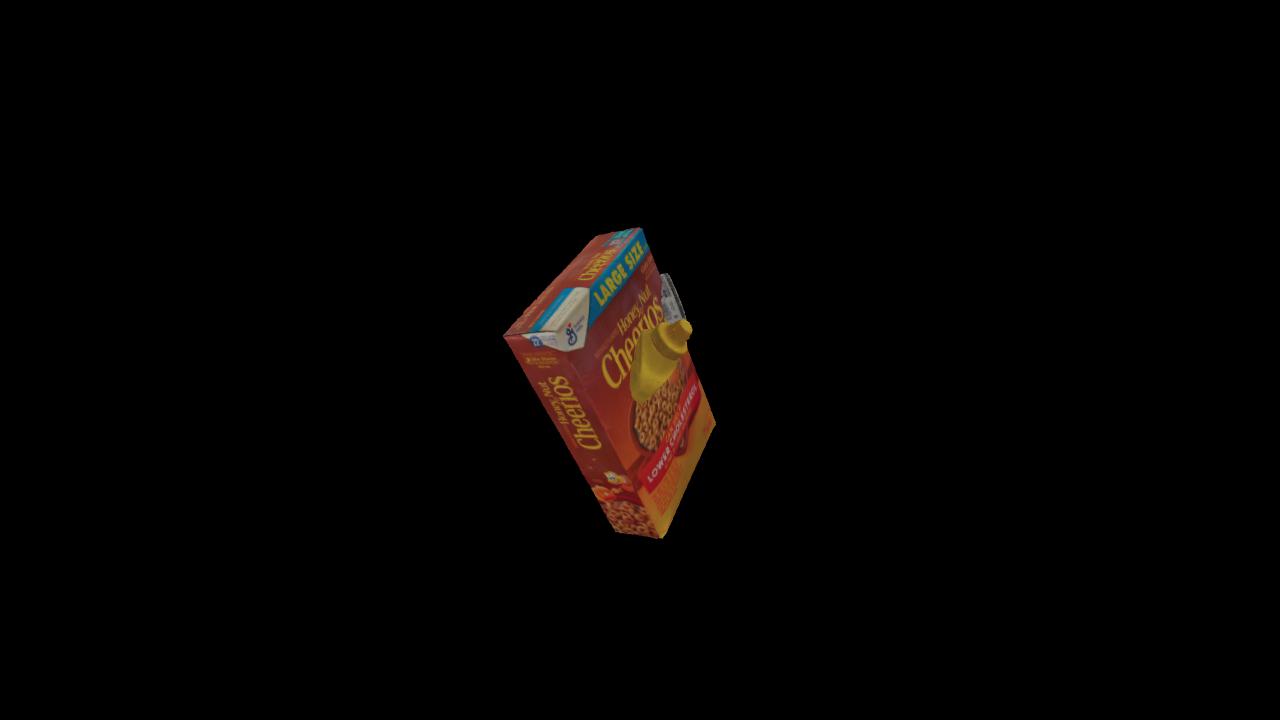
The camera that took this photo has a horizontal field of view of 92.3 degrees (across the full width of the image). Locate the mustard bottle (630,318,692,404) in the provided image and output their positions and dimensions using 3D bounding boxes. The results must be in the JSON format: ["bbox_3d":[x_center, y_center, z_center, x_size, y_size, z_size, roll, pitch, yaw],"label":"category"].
[{"bbox_3d":[-0.007,0.014,0.691,0.054,0.092,0.184,35,-54,-19],"label":"mustard bottle"}]

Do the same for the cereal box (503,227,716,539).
[{"bbox_3d":[-0.014,0.030,0.718,0.081,0.306,0.203,-1,37,31],"label":"cereal box"}]

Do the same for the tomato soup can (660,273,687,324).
[{"bbox_3d":[-0.001,-0.058,0.752,0.101,0.068,0.068,-23,-1,2],"label":"tomato soup can"}]
